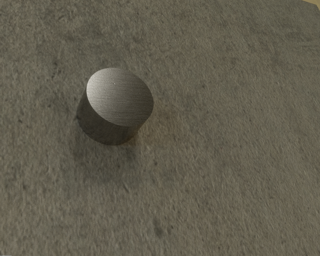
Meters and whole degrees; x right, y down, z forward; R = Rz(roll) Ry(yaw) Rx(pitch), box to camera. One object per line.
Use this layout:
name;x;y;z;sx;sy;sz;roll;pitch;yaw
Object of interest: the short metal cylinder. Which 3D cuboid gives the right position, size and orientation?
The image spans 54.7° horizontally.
short metal cylinder;-0.055;-0.025;0.375;0.081;0.050;0.080;14;56;-21
